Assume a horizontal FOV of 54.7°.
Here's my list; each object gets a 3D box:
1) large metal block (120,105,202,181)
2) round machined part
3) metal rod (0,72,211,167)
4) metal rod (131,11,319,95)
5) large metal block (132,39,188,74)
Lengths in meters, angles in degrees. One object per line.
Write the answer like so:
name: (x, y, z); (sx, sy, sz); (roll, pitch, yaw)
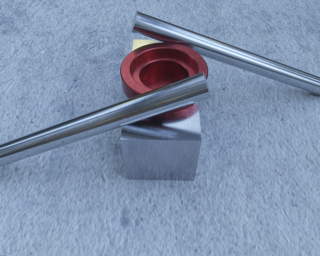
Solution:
large metal block: (0.001, 0.018, 0.354); (0.081, 0.080, 0.050); (1, 50, 0)
round machined part: (0.005, -0.054, 0.363); (0.099, 0.042, 0.098); (0, 50, 0)
metal rod: (-0.094, 0.003, 0.329); (0.301, 0.025, 0.025); (-18, 49, 14)
metal rod: (0.109, -0.092, 0.414); (0.302, 0.025, 0.025); (14, 48, -18)
large metal block: (0.004, -0.074, 0.431); (0.081, 0.080, 0.050); (1, 50, 0)
